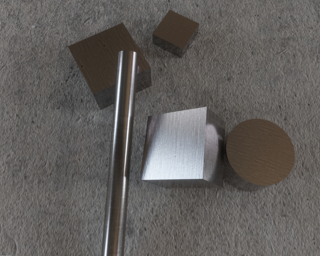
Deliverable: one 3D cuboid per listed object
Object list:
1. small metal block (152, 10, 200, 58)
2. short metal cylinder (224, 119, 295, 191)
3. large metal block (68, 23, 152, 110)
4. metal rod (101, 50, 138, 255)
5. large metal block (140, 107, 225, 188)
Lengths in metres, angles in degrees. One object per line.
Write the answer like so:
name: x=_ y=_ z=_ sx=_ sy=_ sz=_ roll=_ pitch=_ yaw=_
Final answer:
small metal block: x=0.023 y=-0.140 z=0.459 sx=0.050 sy=0.025 sz=0.050 roll=29 pitch=72 yaw=10
short metal cylinder: x=0.115 y=0.035 z=0.381 sx=0.081 sy=0.050 sz=0.080 roll=1 pitch=71 yaw=-3
large metal block: x=-0.066 y=-0.084 z=0.425 sx=0.080 sy=0.050 sz=0.080 roll=-27 pitch=72 yaw=-10
metal rod: x=-0.048 y=0.056 z=0.358 sx=0.025 sy=0.025 sz=0.299 roll=3 pitch=81 yaw=1
large metal block: x=0.028 y=0.026 z=0.366 sx=0.080 sy=0.050 sz=0.080 roll=-8 pitch=66 yaw=34
